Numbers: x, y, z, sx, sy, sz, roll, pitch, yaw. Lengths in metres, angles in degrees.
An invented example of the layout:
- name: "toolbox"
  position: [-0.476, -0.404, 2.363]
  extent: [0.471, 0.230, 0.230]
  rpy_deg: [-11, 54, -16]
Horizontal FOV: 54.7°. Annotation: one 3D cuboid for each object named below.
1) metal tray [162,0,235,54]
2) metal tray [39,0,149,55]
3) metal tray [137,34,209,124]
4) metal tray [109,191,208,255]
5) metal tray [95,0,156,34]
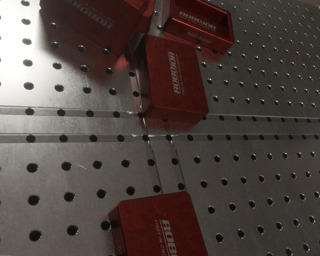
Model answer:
- name: "metal tray"
  position: [0.071, -0.196, 0.564]
  extent: [0.131, 0.030, 0.090]
  rpy_deg: [16, 55, -20]
- name: "metal tray"
  position: [-0.092, -0.168, 0.420]
  extent: [0.130, 0.090, 0.030]
  rpy_deg: [31, 52, -9]
- name: "metal tray"
  position: [0.017, -0.074, 0.461]
  extent: [0.091, 0.030, 0.130]
  rpy_deg: [7, 59, -25]
- name: "metal tray"
  position: [0.005, 0.138, 0.325]
  extent: [0.091, 0.030, 0.130]
  rpy_deg: [-2, 63, -29]
- name: "metal tray"
  position: [-0.052, -0.205, 0.483]
  extent: [0.091, 0.030, 0.130]
  rpy_deg: [12, 50, -7]
